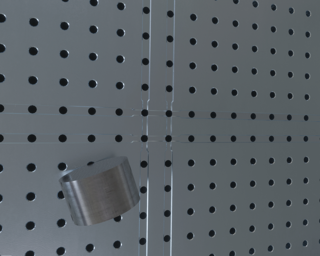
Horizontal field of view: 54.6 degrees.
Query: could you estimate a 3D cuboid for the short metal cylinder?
[{"bbox_3d":[-0.069,0.070,0.358,0.081,0.080,0.050,-19,97,-19],"label":"short metal cylinder"}]
